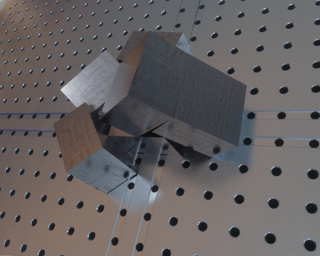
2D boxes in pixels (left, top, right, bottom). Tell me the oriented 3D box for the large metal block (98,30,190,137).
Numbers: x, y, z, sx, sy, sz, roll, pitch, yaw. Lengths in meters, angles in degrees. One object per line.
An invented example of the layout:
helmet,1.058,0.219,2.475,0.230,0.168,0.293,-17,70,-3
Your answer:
large metal block,-0.019,-0.044,0.341,0.080,0.050,0.080,-28,41,56

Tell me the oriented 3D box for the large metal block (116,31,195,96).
large metal block,0.002,-0.085,0.425,0.080,0.080,0.050,14,69,34

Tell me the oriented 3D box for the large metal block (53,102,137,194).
large metal block,-0.083,0.027,0.400,0.050,0.080,0.080,-34,52,5

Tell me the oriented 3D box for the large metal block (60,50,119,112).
large metal block,-0.086,-0.061,0.449,0.080,0.080,0.050,-41,95,0

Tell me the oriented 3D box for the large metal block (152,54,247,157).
large metal block,0.046,-0.023,0.353,0.050,0.080,0.080,-33,37,58

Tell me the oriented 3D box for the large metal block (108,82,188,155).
large metal block,-0.010,-0.013,0.407,0.080,0.050,0.080,1,62,29
